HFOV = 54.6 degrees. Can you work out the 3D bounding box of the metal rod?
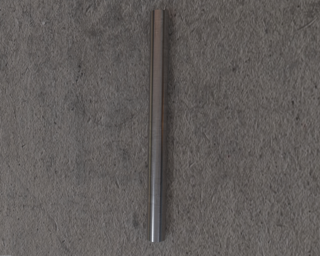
[{"bbox_3d":[-0.003,-0.003,0.410,0.025,0.025,0.298,1,90,20],"label":"metal rod"}]
